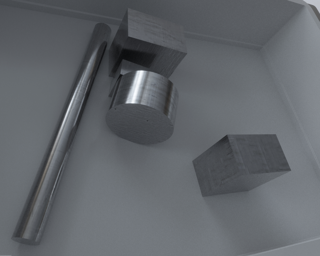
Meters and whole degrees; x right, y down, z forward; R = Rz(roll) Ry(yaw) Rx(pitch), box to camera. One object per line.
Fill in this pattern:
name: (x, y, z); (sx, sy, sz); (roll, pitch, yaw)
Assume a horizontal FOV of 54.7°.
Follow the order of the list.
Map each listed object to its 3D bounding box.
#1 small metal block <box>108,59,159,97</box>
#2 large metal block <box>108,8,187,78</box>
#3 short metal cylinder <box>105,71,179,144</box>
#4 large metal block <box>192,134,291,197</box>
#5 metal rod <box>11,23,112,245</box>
small metal block: (-0.035, -0.057, 0.407); (0.050, 0.050, 0.025); (16, 55, -19)
large metal block: (-0.020, -0.105, 0.426); (0.081, 0.080, 0.050); (10, 58, -24)
short metal cylinder: (-0.020, -0.023, 0.375); (0.080, 0.080, 0.050); (22, 54, -16)
large metal block: (0.102, 0.048, 0.398); (0.081, 0.080, 0.050); (0, 62, -29)
metal rod: (-0.102, -0.020, 0.363); (0.025, 0.025, 0.300); (21, 54, -17)
